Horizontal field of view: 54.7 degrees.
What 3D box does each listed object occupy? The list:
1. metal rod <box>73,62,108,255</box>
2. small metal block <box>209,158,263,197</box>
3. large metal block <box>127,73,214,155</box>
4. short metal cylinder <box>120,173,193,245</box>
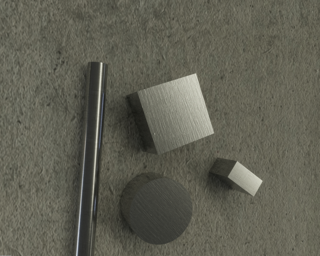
[{"bbox_3d":[-0.087,0.070,0.377,0.025,0.025,0.298,5,89,-20],"label":"metal rod"},{"bbox_3d":[0.106,0.068,0.436,0.050,0.050,0.025,37,78,-17],"label":"small metal block"},{"bbox_3d":[0.013,-0.018,0.401,0.081,0.050,0.080,-20,97,-19],"label":"large metal block"},{"bbox_3d":[-0.006,0.100,0.395,0.081,0.050,0.079,0,90,-21],"label":"short metal cylinder"}]
